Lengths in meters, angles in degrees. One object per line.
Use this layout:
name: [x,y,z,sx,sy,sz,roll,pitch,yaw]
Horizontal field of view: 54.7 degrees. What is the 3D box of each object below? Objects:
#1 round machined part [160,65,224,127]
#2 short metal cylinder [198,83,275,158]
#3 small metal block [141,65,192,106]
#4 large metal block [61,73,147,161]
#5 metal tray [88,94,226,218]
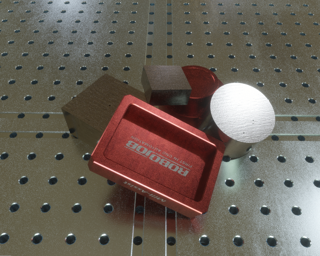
round machined part: [0.047,-0.052,0.440,0.099,0.042,0.098,0,50,0]
short metal cylinder: [0.093,-0.009,0.384,0.081,0.050,0.080,5,64,-10]
small metal block: [0.007,-0.055,0.393,0.050,0.025,0.050,-3,46,-17]
large metal block: [-0.065,-0.016,0.404,0.080,0.050,0.080,29,56,22]
metal tray: [0.000,0.030,0.341,0.131,0.030,0.090,27,59,-6]
